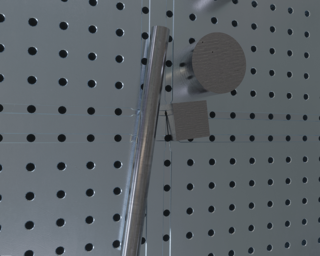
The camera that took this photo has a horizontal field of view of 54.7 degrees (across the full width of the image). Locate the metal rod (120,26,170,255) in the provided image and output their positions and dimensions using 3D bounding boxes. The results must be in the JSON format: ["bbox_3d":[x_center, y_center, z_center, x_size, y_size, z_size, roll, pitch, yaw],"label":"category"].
[{"bbox_3d":[-0.019,0.016,0.405,0.025,0.025,0.298,9,87,-20],"label":"metal rod"}]

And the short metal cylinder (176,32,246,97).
[{"bbox_3d":[0.069,-0.085,0.425,0.081,0.050,0.079,0,90,-20],"label":"short metal cylinder"}]

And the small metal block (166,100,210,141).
[{"bbox_3d":[0.038,-0.011,0.427,0.050,0.025,0.050,-7,93,-20],"label":"small metal block"}]
